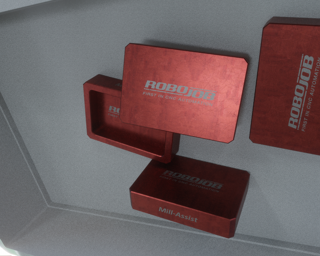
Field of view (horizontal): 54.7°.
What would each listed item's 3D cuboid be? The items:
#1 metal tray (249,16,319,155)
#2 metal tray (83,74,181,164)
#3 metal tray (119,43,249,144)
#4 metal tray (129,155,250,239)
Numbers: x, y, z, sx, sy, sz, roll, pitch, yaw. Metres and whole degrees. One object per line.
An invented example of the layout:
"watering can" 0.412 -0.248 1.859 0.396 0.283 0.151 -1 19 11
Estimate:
"metal tray" 0.143 -0.038 0.306 0.090 0.030 0.129 11 123 22
"metal tray" -0.037 -0.013 0.415 0.130 0.030 0.089 17 125 18
"metal tray" 0.024 -0.041 0.342 0.131 0.030 0.089 11 107 14
"metal tray" 0.039 0.078 0.393 0.130 0.090 0.030 11 123 22
